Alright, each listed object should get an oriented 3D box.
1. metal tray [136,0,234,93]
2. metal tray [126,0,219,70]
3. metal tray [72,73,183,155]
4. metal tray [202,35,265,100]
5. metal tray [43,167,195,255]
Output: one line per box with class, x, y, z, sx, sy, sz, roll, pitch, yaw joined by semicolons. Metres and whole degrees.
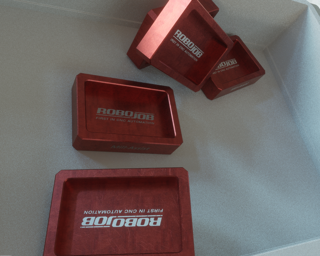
metal tray;0.039;-0.108;0.413;0.030;0.090;0.131;45;14;32
metal tray;0.020;-0.143;0.461;0.131;0.090;0.030;-32;80;-38
metal tray;-0.041;-0.016;0.389;0.131;0.030;0.090;5;59;-26
metal tray;0.109;-0.106;0.525;0.131;0.030;0.090;-23;74;-36
metal tray;-0.036;0.086;0.298;0.131;0.030;0.090;-1;59;-2
